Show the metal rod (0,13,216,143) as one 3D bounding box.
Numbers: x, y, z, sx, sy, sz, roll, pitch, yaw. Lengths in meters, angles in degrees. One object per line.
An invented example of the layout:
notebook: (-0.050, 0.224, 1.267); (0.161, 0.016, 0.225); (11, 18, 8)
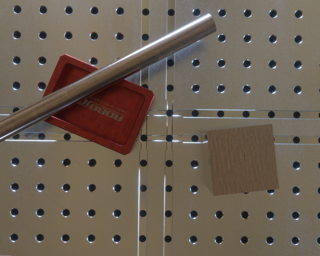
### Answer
metal rod: (-0.070, -0.061, 0.382); (0.301, 0.025, 0.025); (-27, 90, 0)

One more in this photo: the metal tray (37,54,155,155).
metal tray: (-0.083, -0.030, 0.409); (0.131, 0.030, 0.090); (23, 90, 0)

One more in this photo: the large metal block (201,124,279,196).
large metal block: (0.101, 0.039, 0.401); (0.080, 0.050, 0.080); (-6, 90, 0)
